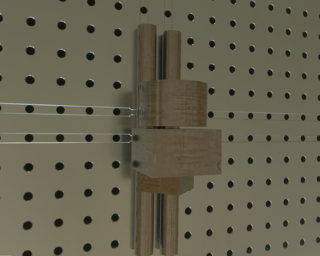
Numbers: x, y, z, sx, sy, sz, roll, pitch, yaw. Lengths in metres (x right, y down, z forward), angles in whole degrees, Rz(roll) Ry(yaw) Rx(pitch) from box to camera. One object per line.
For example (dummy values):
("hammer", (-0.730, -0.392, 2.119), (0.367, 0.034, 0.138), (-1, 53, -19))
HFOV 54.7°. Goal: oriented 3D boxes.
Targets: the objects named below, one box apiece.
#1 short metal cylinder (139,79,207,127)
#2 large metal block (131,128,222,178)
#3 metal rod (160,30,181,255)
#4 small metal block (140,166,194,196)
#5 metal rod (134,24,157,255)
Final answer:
("short metal cylinder", (0.016, -0.027, 0.368), (0.081, 0.080, 0.050), (1, 90, -20))
("large metal block", (0.016, 0.026, 0.364), (0.081, 0.080, 0.050), (0, 90, -20))
("metal rod", (0.014, 0.020, 0.420), (0.025, 0.025, 0.298), (1, 90, -20))
("small metal block", (0.010, 0.063, 0.380), (0.050, 0.050, 0.025), (1, 90, -65))
("metal rod", (-0.019, 0.015, 0.408), (0.025, 0.025, 0.298), (1, 90, -20))
